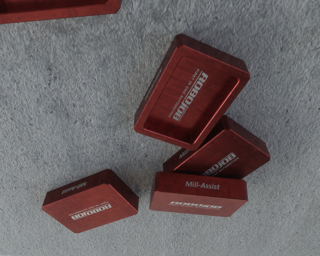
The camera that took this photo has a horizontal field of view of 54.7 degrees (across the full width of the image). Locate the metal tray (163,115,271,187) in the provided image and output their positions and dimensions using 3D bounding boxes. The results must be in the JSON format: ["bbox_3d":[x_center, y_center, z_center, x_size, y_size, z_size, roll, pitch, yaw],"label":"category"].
[{"bbox_3d":[0.078,0.049,0.447,0.090,0.030,0.129,32,123,-24],"label":"metal tray"}]

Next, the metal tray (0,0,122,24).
[{"bbox_3d":[-0.106,-0.147,0.277,0.131,0.030,0.089,-4,130,3],"label":"metal tray"}]

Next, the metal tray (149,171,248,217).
[{"bbox_3d":[0.053,0.102,0.465,0.131,0.030,0.090,6,148,-4],"label":"metal tray"}]

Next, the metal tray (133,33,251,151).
[{"bbox_3d":[0.033,-0.036,0.373,0.091,0.030,0.129,19,128,-16],"label":"metal tray"}]

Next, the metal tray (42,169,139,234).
[{"bbox_3d":[-0.112,0.123,0.508,0.130,0.030,0.090,-23,127,18],"label":"metal tray"}]
